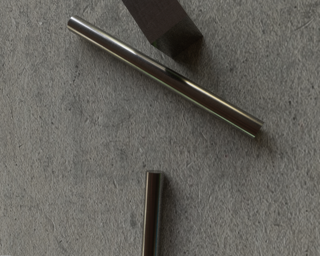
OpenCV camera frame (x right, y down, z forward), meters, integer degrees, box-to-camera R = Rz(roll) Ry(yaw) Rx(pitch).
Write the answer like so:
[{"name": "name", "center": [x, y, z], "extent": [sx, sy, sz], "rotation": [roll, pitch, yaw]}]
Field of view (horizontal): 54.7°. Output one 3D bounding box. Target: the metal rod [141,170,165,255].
[{"name": "metal rod", "center": [-0.015, 0.206, 0.413], "extent": [0.025, 0.025, 0.298], "rotation": [4, 91, 19]}]

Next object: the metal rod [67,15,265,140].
[{"name": "metal rod", "center": [-0.004, -0.074, 0.409], "extent": [0.300, 0.025, 0.025], "rotation": [33, 101, 16]}]

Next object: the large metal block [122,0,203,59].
[{"name": "large metal block", "center": [0.002, -0.139, 0.378], "extent": [0.050, 0.080, 0.080], "rotation": [-35, 79, 16]}]
